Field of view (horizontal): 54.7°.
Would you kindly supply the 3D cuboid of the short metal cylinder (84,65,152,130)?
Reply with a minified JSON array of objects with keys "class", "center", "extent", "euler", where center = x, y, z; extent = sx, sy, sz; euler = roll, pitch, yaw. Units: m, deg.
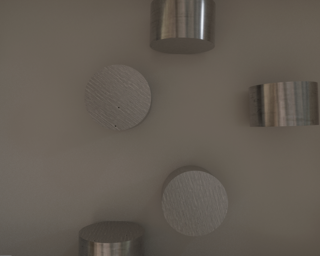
[{"class":"short metal cylinder","center":[-0.051,-0.037,0.398],"extent":[0.081,0.050,0.079],"euler":[0,90,-1]}]

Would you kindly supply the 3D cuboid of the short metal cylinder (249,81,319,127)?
[{"class":"short metal cylinder","center":[0.153,-0.028,0.386],"extent":[0.081,0.080,0.050],"euler":[-2,90,-1]}]

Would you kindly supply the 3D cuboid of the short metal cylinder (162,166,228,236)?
[{"class":"short metal cylinder","center":[0.042,0.091,0.400],"extent":[0.081,0.050,0.079],"euler":[0,90,-1]}]

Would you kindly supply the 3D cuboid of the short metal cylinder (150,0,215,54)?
[{"class":"short metal cylinder","center":[0.028,-0.126,0.384],"extent":[0.081,0.080,0.050],"euler":[1,90,-1]}]

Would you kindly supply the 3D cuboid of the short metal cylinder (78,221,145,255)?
[{"class":"short metal cylinder","center":[-0.059,0.152,0.383],"extent":[0.081,0.080,0.050],"euler":[1,90,-1]}]
